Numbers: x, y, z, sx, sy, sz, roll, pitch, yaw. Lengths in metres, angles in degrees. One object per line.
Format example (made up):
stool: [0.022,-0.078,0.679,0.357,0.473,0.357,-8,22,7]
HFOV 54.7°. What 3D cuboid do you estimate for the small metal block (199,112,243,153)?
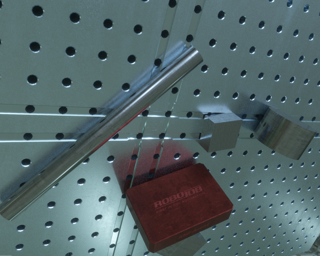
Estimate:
small metal block: [0.091,0.006,0.467,0.050,0.025,0.050,-7,122,-25]

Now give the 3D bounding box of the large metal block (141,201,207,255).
large metal block: [0.014,0.153,0.480,0.050,0.080,0.080,-46,130,3]

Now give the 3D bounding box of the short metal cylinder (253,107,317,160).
short metal cylinder: [0.197,0.007,0.491,0.081,0.080,0.050,13,111,-34]

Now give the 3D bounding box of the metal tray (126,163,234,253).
metal tray: [0.027,0.110,0.448,0.131,0.090,0.030,-17,139,-21]

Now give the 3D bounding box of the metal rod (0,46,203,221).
metal rod: [-0.070,0.005,0.377,0.300,0.025,0.025,-40,130,-1]
